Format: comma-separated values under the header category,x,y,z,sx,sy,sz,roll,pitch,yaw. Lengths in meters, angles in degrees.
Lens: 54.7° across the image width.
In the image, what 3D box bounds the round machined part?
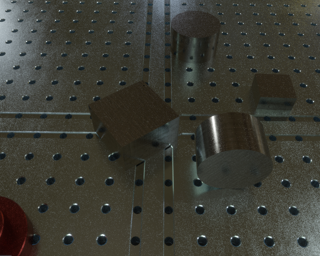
category,x,y,z,sx,sy,sz,roll,pitch,yaw
round machined part,-0.181,0.109,0.302,0.099,0.042,0.098,0,50,0

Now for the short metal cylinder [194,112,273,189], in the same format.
category,x,y,z,sx,sy,sz,roll,pitch,yaw
short metal cylinder,0.081,0.027,0.350,0.081,0.080,0.050,1,50,0

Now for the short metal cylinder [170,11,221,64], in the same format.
category,x,y,z,sx,sy,sz,roll,pitch,yaw
short metal cylinder,0.058,-0.154,0.521,0.081,0.050,0.080,0,50,0

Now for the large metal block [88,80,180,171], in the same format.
category,x,y,z,sx,sy,sz,roll,pitch,yaw
large metal block,-0.033,-0.006,0.396,0.081,0.050,0.080,-29,56,-22

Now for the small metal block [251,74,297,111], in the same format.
category,x,y,z,sx,sy,sz,roll,pitch,yaw
small metal block,0.166,-0.053,0.455,0.050,0.025,0.050,2,50,1
